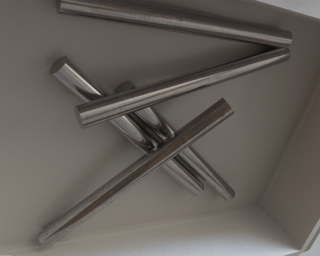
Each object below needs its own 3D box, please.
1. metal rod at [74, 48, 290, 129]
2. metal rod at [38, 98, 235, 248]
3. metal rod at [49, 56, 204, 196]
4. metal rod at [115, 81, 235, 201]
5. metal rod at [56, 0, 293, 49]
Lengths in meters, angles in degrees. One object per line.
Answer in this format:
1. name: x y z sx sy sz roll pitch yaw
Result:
1. metal rod: 0.046 -0.058 0.378 0.302 0.025 0.025 -20 127 -24
2. metal rod: -0.035 0.061 0.401 0.300 0.025 0.025 -37 130 6
3. metal rod: -0.021 0.018 0.409 0.025 0.025 0.300 -44 130 2
4. metal rod: 0.040 0.036 0.454 0.025 0.025 0.300 -44 130 2
5. metal rod: 0.040 -0.120 0.357 0.303 0.025 0.025 -1 119 -28
